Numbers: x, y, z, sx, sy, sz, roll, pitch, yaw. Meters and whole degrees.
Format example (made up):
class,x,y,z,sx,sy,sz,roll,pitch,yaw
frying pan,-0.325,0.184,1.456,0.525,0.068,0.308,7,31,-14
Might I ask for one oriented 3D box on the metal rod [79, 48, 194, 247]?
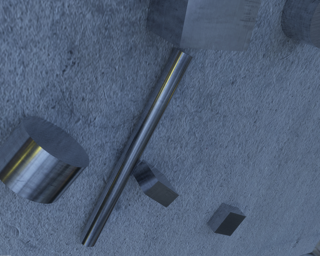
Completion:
class,x,y,z,sx,sy,sz,roll,pitch,yaw
metal rod,-0.038,0.037,0.408,0.025,0.025,0.298,16,110,-35

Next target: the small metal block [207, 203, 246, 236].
class,x,y,z,sx,sy,sz,roll,pitch,yaw
small metal block,0.125,0.173,0.582,0.050,0.025,0.050,25,105,-37

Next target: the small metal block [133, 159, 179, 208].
class,x,y,z,sx,sy,sz,roll,pitch,yaw
small metal block,-0.007,0.078,0.435,0.025,0.050,0.050,-45,129,3

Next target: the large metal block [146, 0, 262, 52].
class,x,y,z,sx,sy,sz,roll,pitch,yaw
large metal block,0.041,-0.117,0.321,0.081,0.080,0.050,-4,120,-26

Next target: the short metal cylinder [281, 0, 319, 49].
class,x,y,z,sx,sy,sz,roll,pitch,yaw
short metal cylinder,0.211,-0.152,0.412,0.081,0.050,0.079,-14,124,-21

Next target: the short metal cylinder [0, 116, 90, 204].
class,x,y,z,sx,sy,sz,roll,pitch,yaw
short metal cylinder,-0.122,0.032,0.324,0.050,0.080,0.080,-49,129,6
